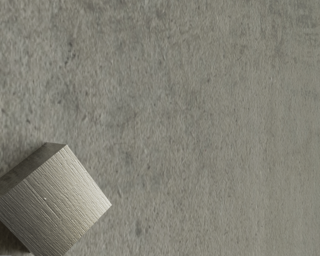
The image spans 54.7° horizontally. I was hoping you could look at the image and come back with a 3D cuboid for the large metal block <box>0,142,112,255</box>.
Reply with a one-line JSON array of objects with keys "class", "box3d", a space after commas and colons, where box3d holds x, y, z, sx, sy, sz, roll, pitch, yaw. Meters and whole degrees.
[{"class": "large metal block", "box3d": [-0.108, 0.071, 0.299, 0.080, 0.050, 0.080, -44, 117, -31]}]
